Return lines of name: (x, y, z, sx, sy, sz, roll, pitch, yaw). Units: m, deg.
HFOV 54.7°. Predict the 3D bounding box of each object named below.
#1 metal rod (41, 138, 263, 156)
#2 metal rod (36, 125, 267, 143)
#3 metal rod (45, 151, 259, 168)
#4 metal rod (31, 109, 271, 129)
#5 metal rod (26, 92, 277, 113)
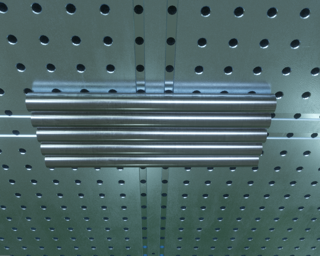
metal rod: (-0.011, 0.026, 0.434, 0.302, 0.025, 0.025, 0, 130, -1)
metal rod: (-0.010, 0.007, 0.418, 0.302, 0.025, 0.025, 0, 130, -1)
metal rod: (-0.011, 0.045, 0.449, 0.302, 0.025, 0.025, 0, 130, -1)
metal rod: (-0.010, -0.012, 0.401, 0.302, 0.025, 0.025, 0, 130, -1)
metal rod: (-0.010, -0.031, 0.385, 0.302, 0.025, 0.025, 0, 130, -1)
